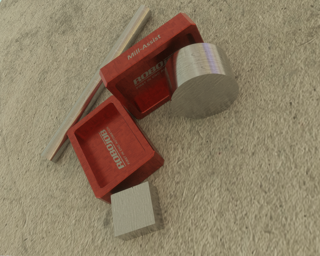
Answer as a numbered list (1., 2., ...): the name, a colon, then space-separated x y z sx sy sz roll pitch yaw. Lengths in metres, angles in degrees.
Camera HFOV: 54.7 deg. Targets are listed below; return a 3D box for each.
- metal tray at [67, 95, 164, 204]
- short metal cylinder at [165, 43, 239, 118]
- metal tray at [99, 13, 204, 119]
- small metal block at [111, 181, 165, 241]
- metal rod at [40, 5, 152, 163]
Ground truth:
1. metal tray: -0.064 0.025 0.417 0.090 0.030 0.130 -39 51 1
2. short metal cylinder: 0.049 -0.055 0.376 0.080 0.080 0.050 -21 54 16
3. metal tray: -0.001 -0.076 0.408 0.130 0.090 0.030 -34 52 5
4. small metal block: -0.027 0.096 0.358 0.050 0.025 0.050 -23 53 14
5. metal rod: -0.096 -0.079 0.500 0.025 0.025 0.300 18 71 35
